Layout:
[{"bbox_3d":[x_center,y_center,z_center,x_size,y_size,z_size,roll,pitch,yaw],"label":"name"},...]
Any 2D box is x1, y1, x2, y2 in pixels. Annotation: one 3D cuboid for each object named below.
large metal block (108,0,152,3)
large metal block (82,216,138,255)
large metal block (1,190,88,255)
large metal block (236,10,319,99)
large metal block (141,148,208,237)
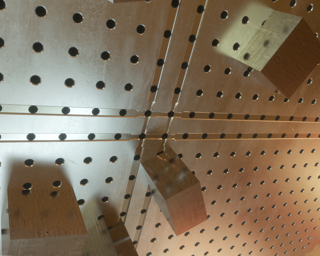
[{"bbox_3d":[-0.015,-0.164,0.285,0.081,0.050,0.080,-14,124,-21],"label":"large metal block"},{"bbox_3d":[-0.082,0.191,0.448,0.080,0.080,0.050,-46,129,4],"label":"large metal block"},{"bbox_3d":[-0.141,0.119,0.372,0.081,0.080,0.050,7,115,-32],"label":"large metal block"},{"bbox_3d":[0.166,-0.099,0.424,0.080,0.050,0.080,29,102,-38],"label":"large metal block"},{"bbox_3d":[0.020,0.090,0.442,0.050,0.080,0.080,-25,128,-13],"label":"large metal block"}]
